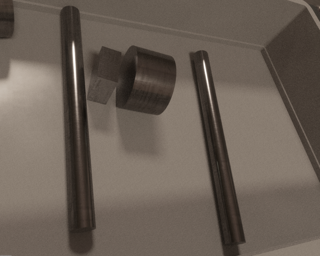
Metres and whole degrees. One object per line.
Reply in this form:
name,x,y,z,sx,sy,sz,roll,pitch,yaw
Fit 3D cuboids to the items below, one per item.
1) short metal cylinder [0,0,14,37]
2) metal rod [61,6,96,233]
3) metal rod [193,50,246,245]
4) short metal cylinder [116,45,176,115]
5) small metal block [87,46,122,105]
short metal cylinder,-0.203,-0.143,0.349,0.050,0.080,0.080,-14,69,-34
metal rod,-0.101,-0.031,0.371,0.025,0.025,0.299,4,60,-27
metal rod,0.079,0.009,0.444,0.025,0.025,0.299,9,58,-24
short metal cylinder,-0.020,-0.060,0.397,0.050,0.080,0.080,10,57,-23
small metal block,-0.071,-0.066,0.393,0.025,0.050,0.050,15,56,-21
